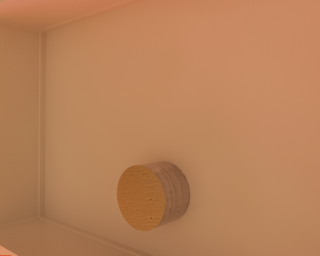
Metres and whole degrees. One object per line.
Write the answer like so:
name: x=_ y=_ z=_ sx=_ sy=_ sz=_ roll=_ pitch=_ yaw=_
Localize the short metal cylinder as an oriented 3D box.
short metal cylinder: x=-0.009 y=0.085 z=0.396 sx=0.080 sy=0.050 sz=0.079 roll=0 pitch=90 yaw=39
